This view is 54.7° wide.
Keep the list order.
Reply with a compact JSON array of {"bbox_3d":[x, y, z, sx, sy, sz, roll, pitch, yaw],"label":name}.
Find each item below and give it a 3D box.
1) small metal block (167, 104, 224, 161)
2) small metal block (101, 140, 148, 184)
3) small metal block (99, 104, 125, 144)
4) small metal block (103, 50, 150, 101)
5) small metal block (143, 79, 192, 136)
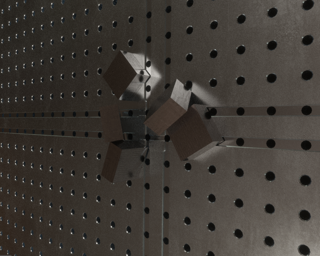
[{"bbox_3d":[0.040,0.006,0.375,0.050,0.025,0.050,-37,68,33],"label":"small metal block"},{"bbox_3d":[-0.049,0.046,0.431,0.025,0.050,0.050,28,107,36],"label":"small metal block"},{"bbox_3d":[-0.067,-0.002,0.444,0.025,0.050,0.050,-11,81,-4],"label":"small metal block"},{"bbox_3d":[-0.050,-0.075,0.448,0.050,0.025,0.050,-50,61,28],"label":"small metal block"},{"bbox_3d":[0.010,-0.026,0.381,0.025,0.050,0.050,39,123,-14],"label":"small metal block"}]
